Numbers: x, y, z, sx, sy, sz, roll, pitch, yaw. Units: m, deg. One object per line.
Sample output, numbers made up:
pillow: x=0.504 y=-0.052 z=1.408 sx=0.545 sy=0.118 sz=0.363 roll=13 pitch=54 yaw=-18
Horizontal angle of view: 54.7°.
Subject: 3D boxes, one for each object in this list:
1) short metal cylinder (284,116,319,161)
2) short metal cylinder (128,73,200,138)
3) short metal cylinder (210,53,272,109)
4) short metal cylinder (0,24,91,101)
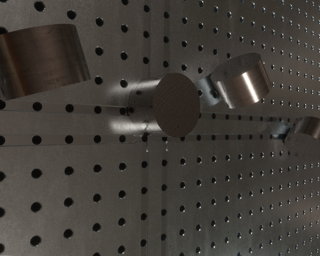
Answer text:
short metal cylinder: x=0.305 y=0.022 z=0.633 sx=0.050 sy=0.080 sz=0.080 roll=-50 pitch=120 yaw=-28
short metal cylinder: x=0.006 y=-0.028 z=0.400 sx=0.081 sy=0.050 sz=0.079 roll=0 pitch=91 yaw=-40
short metal cylinder: x=0.126 y=-0.074 z=0.482 sx=0.080 sy=0.080 sz=0.050 roll=-47 pitch=118 yaw=-30
short metal cylinder: x=-0.109 y=-0.059 z=0.283 sx=0.081 sy=0.080 sz=0.050 roll=-24 pitch=105 yaw=-38
